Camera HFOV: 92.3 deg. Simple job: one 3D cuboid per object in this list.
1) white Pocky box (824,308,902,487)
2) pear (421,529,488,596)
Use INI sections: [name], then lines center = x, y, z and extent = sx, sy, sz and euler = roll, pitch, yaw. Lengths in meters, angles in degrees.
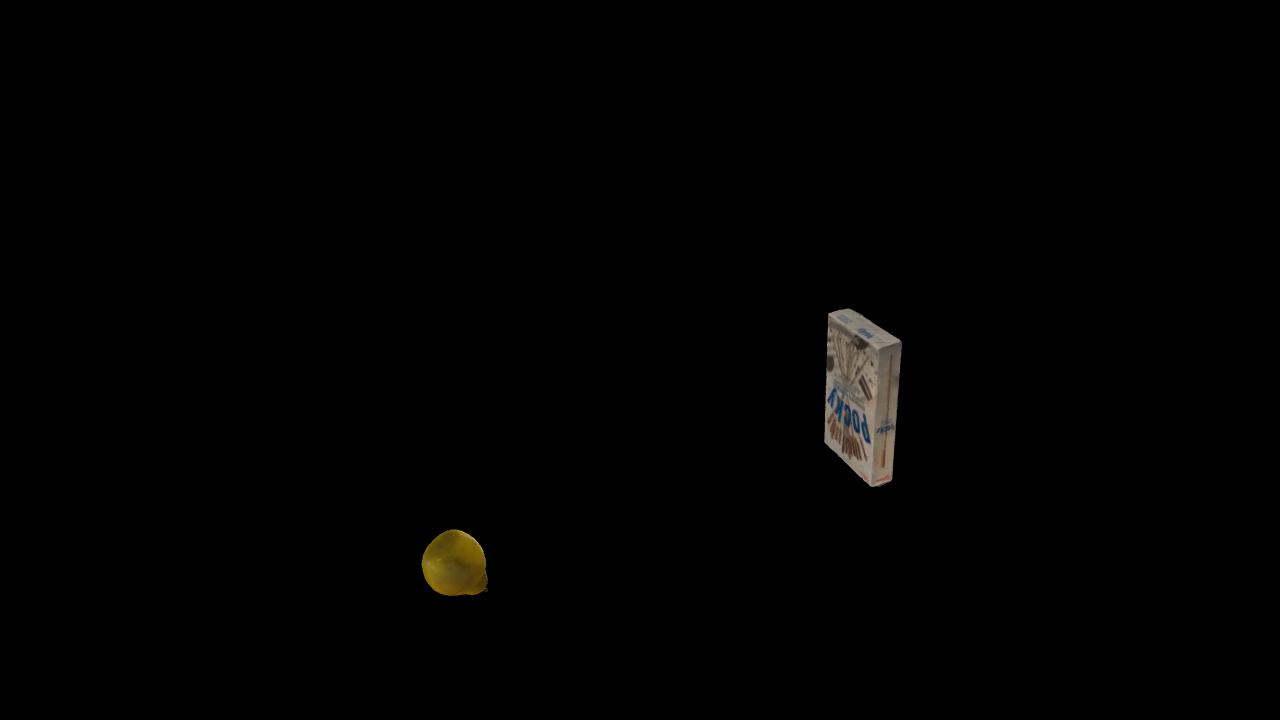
[white Pocky box]
center = 0.210, 0.036, 0.586
extent = 0.028, 0.154, 0.084
euler = -15, 29, -12
[pear]
center = -0.221, 0.268, 0.770
extent = 0.080, 0.111, 0.080
euler = -23, 26, 12
